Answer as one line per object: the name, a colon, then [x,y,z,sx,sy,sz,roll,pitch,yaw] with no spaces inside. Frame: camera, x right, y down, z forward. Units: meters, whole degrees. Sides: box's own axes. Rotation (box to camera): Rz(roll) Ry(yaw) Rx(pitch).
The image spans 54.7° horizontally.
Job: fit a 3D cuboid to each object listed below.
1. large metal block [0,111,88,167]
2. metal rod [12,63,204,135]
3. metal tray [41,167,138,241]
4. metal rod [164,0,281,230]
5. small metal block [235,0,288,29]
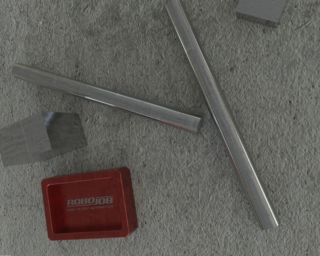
large metal block: [-0.164,0.015,0.436,0.080,0.080,0.050,-20,84,18]
metal rod: [-0.085,-0.047,0.437,0.301,0.025,0.025,18,96,18]
metal tray: [-0.102,0.108,0.440,0.130,0.030,0.089,-10,87,19]
metal rod: [0.073,-0.023,0.382,0.025,0.025,0.299,-25,82,18]
small metal block: [0.123,-0.151,0.365,0.050,0.025,0.050,23,97,18]
